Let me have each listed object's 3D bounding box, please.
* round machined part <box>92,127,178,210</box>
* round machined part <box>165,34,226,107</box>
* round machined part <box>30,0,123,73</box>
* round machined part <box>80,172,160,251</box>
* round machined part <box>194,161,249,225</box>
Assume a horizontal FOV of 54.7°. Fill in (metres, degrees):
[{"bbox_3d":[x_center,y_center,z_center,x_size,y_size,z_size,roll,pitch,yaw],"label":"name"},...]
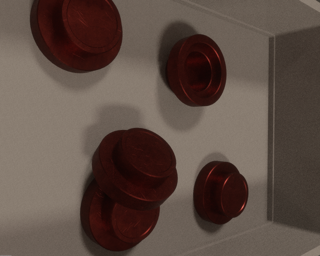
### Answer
[{"bbox_3d":[-0.021,0.038,0.345,0.099,0.042,0.098,24,37,-19],"label":"round machined part"},{"bbox_3d":[0.047,-0.079,0.437,0.099,0.042,0.097,0,90,-40],"label":"round machined part"},{"bbox_3d":[-0.080,-0.110,0.329,0.099,0.042,0.097,0,90,-40],"label":"round machined part"},{"bbox_3d":[-0.039,0.096,0.365,0.099,0.042,0.097,0,90,-40],"label":"round machined part"},{"bbox_3d":[0.101,0.102,0.484,0.099,0.042,0.097,0,90,-40],"label":"round machined part"}]
